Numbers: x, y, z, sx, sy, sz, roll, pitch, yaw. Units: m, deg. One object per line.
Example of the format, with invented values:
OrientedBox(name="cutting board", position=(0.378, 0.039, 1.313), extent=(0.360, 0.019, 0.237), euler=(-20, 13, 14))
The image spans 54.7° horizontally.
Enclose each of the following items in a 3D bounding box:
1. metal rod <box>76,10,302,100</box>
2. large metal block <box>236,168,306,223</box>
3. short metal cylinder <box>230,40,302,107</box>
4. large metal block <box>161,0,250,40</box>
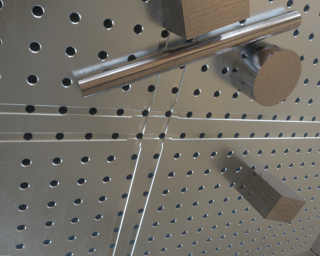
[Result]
OrientedBox(name="metal rod", position=(0.048, -0.095, 0.379), extent=(0.302, 0.025, 0.025), euler=(-21, 127, -16))
OrientedBox(name="large metal block", position=(0.201, 0.123, 0.565), extent=(0.080, 0.080, 0.050), euler=(19, 108, -36))
OrientedBox(name="short metal cylinder", position=(0.146, -0.076, 0.430), extent=(0.081, 0.050, 0.079), euler=(-14, 124, -21))
OrientedBox(name="large metal block", position=(0.046, -0.150, 0.329), extent=(0.081, 0.050, 0.080), euler=(-24, 127, -14))
